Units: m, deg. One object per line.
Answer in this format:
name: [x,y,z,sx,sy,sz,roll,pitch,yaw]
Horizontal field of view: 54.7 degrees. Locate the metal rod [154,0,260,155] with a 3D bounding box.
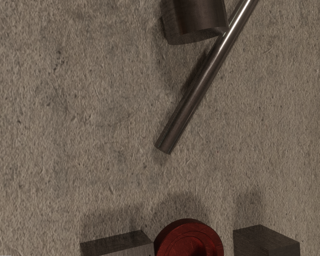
metal rod: [0.078,-0.097,0.438,0.025,0.025,0.300,34,79,-17]

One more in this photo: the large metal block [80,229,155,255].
large metal block: [-0.050,0.180,0.378,0.081,0.050,0.079,-6,92,-20]

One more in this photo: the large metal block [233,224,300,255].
large metal block: [0.149,0.192,0.437,0.050,0.080,0.079,-5,92,-20]

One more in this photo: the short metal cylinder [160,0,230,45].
short metal cylinder: [0.044,-0.142,0.397,0.081,0.080,0.050,-14,95,-20]

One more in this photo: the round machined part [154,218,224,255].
round machined part: [0.032,0.169,0.413,0.099,0.042,0.097,0,90,-21]
